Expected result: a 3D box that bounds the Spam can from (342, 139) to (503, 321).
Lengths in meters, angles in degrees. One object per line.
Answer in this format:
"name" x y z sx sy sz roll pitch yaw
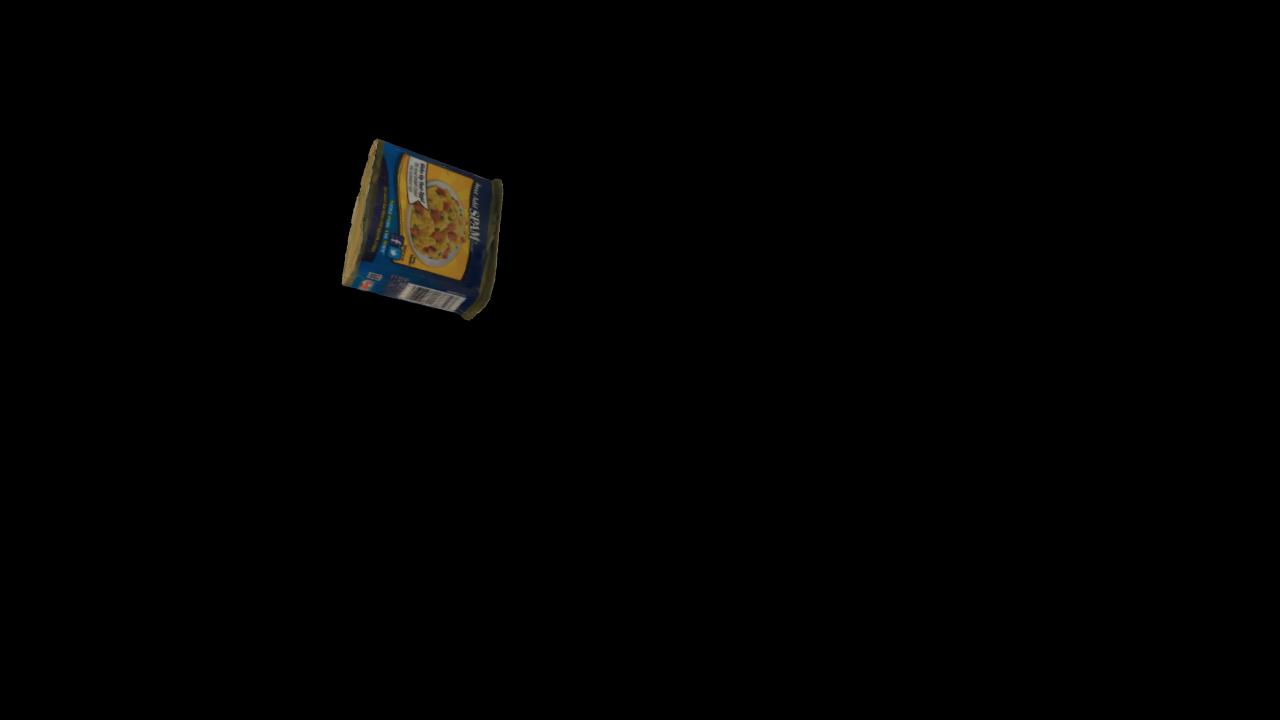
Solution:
"Spam can" -0.145 -0.087 0.414 0.085 0.101 0.058 13 -25 -33
